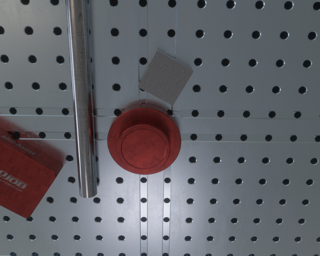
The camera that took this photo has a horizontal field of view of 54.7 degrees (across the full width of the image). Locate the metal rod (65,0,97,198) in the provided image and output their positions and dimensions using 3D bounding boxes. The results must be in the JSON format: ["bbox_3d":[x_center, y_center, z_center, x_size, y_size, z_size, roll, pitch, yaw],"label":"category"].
[{"bbox_3d":[-0.099,-0.046,0.395,0.025,0.025,0.298,1,110,-1],"label":"metal rod"}]

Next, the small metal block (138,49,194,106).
[{"bbox_3d":[0.007,-0.064,0.390,0.050,0.025,0.050,28,108,-10],"label":"small metal block"}]

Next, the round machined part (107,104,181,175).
[{"bbox_3d":[-0.021,0.020,0.411,0.099,0.042,0.097,0,111,0],"label":"round machined part"}]

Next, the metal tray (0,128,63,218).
[{"bbox_3d":[-0.217,0.057,0.430,0.130,0.030,0.090,33,107,-12],"label":"metal tray"}]
